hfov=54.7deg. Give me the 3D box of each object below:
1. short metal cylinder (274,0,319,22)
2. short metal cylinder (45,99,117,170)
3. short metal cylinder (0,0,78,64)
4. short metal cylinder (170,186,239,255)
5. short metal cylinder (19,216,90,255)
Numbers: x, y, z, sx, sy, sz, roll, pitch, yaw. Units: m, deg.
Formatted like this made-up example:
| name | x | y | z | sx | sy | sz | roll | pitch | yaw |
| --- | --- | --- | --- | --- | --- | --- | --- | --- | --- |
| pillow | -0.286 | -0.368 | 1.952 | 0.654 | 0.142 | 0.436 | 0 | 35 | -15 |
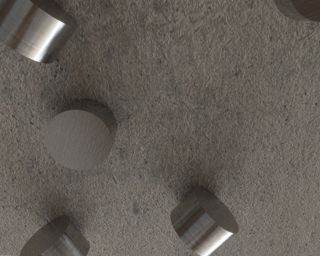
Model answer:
| name | x | y | z | sx | sy | sz | roll | pitch | yaw |
| --- | --- | --- | --- | --- | --- | --- | --- | --- | --- |
| short metal cylinder | 0.172 | -0.159 | 0.339 | 0.081 | 0.050 | 0.079 | 0 | 110 | 0 |
| short metal cylinder | -0.099 | 0.007 | 0.398 | 0.081 | 0.050 | 0.079 | 0 | 110 | 0 |
| short metal cylinder | -0.138 | -0.116 | 0.337 | 0.080 | 0.080 | 0.050 | 38 | 106 | -13 |
| short metal cylinder | 0.061 | 0.128 | 0.428 | 0.080 | 0.080 | 0.050 | 38 | 106 | -13 |
| short metal cylinder | -0.149 | 0.174 | 0.443 | 0.080 | 0.080 | 0.050 | -28 | 108 | 10 |
